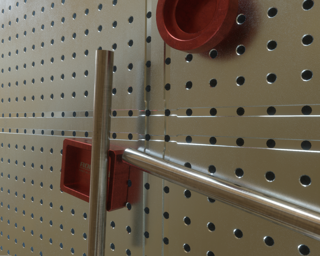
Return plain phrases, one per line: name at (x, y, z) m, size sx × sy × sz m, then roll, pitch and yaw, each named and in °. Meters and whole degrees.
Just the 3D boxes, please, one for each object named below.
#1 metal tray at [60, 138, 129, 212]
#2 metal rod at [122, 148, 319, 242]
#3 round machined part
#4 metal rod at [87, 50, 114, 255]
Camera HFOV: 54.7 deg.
metal tray at (-0.106, 0.069, 0.490) m, size 0.130 × 0.030 × 0.089 m, roll 9°, pitch 96°, yaw 39°
metal rod at (0.069, 0.070, 0.351) m, size 0.300 × 0.025 × 0.025 m, roll 15°, pitch 100°, yaw 38°
round machined part at (0.046, -0.135, 0.359) m, size 0.098 × 0.042 × 0.097 m, roll 0°, pitch 90°, yaw 39°
metal rod at (-0.084, 0.043, 0.436) m, size 0.025 × 0.025 × 0.298 m, roll 5°, pitch 93°, yaw 39°
